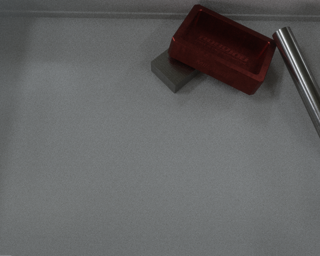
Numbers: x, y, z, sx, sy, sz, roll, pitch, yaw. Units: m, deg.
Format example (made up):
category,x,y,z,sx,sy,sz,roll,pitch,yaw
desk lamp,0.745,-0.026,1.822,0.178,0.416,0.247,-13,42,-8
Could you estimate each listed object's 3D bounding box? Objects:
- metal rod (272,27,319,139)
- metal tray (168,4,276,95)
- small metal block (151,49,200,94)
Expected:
category,x,y,z,sx,sy,sz,roll,pitch,yaw
metal rod,0.215,0.005,0.394,0.025,0.025,0.299,-18,77,-7
metal tray,0.088,-0.111,0.431,0.130,0.030,0.090,27,58,3
small metal block,0.023,-0.086,0.441,0.050,0.025,0.050,-40,75,-14
